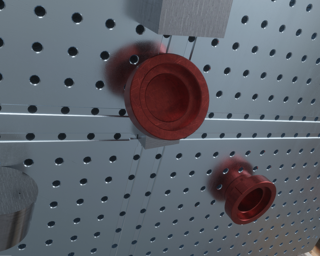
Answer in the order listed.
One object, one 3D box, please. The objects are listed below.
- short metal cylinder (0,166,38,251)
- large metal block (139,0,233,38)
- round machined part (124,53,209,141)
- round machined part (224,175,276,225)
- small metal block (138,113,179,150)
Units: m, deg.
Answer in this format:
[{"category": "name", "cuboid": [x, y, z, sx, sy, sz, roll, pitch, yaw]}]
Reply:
[{"category": "short metal cylinder", "cuboid": [-0.177, 0.084, 0.331, 0.081, 0.080, 0.050, 7, 115, -32]}, {"category": "large metal block", "cuboid": [0.029, -0.142, 0.323, 0.081, 0.050, 0.079, -5, 121, -26]}, {"category": "round machined part", "cuboid": [0.005, -0.034, 0.364, 0.099, 0.042, 0.097, 0, 89, -24]}, {"category": "round machined part", "cuboid": [0.158, 0.124, 0.563, 0.099, 0.042, 0.097, -14, 124, -21]}, {"category": "small metal block", "cuboid": [0.000, -0.003, 0.409, 0.050, 0.025, 0.050, -9, 122, -24]}]
